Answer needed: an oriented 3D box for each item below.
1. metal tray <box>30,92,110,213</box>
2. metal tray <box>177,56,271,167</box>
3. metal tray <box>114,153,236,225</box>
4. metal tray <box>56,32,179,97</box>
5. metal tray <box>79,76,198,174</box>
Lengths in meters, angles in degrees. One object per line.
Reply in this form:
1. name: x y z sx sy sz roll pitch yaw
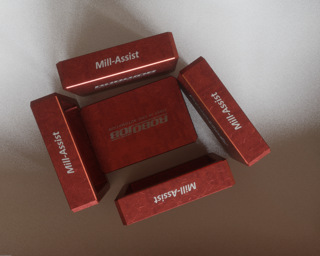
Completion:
1. metal tray: -0.104 0.026 0.375 0.030 0.090 0.129 -21 90 0
2. metal tray: 0.072 -0.019 0.378 0.030 0.090 0.130 -36 90 1
3. metal tray: 0.016 0.069 0.377 0.131 0.090 0.030 -20 90 -1
4. metal tray: -0.046 -0.073 0.376 0.131 0.090 0.030 -16 90 -1
5. metal tray: -0.027 -0.004 0.406 0.131 0.030 0.090 -20 90 -1
